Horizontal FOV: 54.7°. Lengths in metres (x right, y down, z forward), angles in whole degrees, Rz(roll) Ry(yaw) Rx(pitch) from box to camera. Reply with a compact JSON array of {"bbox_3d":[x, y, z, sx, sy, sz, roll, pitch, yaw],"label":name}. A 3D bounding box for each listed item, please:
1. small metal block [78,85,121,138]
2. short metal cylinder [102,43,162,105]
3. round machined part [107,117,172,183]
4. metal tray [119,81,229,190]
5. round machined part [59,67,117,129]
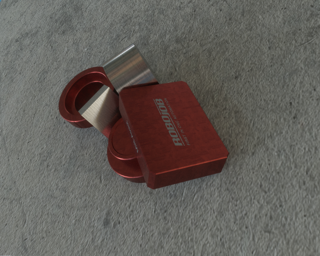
[{"bbox_3d":[-0.071,-0.022,0.415,0.050,0.050,0.025,-47,27,-6],"label":"small metal block"},{"bbox_3d":[-0.035,-0.070,0.431,0.050,0.080,0.080,-33,52,7],"label":"short metal cylinder"},{"bbox_3d":[-0.026,0.017,0.396,0.098,0.042,0.098,-13,56,20],"label":"round machined part"},{"bbox_3d":[0.011,0.001,0.366,0.091,0.030,0.130,-11,50,-17],"label":"metal tray"},{"bbox_3d":[-0.100,-0.042,0.471,0.098,0.042,0.098,-13,56,20],"label":"round machined part"}]
